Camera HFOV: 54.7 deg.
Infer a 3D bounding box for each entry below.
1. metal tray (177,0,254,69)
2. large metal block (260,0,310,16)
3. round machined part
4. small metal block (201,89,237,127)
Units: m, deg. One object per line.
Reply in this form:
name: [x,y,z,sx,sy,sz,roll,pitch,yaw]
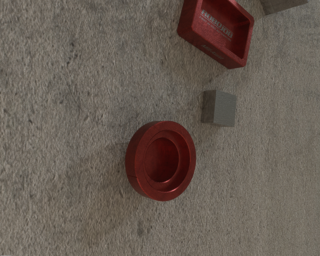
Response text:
metal tray: [0.090,-0.157,0.476,0.131,0.030,0.090,21,77,-38]
large metal block: [0.238,-0.258,0.567,0.080,0.080,0.050,-48,119,-29]
round machined part: [-0.003,0.040,0.391,0.099,0.042,0.097,0,90,-40]
small metal block: [0.092,-0.029,0.481,0.050,0.025,0.050,9,84,-40]
